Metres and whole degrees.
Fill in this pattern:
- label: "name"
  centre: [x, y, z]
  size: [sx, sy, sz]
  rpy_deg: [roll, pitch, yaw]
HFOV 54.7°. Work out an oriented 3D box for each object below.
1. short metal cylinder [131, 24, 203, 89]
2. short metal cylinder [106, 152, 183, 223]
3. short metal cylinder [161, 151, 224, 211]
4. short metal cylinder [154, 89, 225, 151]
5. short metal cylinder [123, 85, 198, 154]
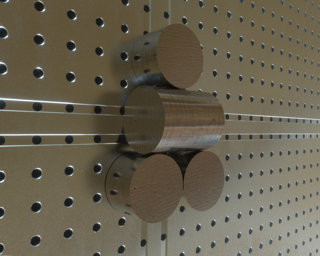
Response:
- label: "short metal cylinder"
  centre: [0.010, -0.089, 0.403]
  size: [0.081, 0.050, 0.079]
  rpy_deg: [0, 90, -40]
- label: "short metal cylinder"
  centre: [-0.018, 0.070, 0.378]
  size: [0.081, 0.050, 0.079]
  rpy_deg: [0, 90, -40]
- label: "short metal cylinder"
  centre: [0.044, 0.070, 0.430]
  size: [0.081, 0.050, 0.079]
  rpy_deg: [0, 90, -40]
- label: "short metal cylinder"
  centre: [0.037, -0.010, 0.407]
  size: [0.050, 0.080, 0.079]
  rpy_deg: [1, 90, -40]
- label: "short metal cylinder"
  centre: [-0.001, -0.010, 0.375]
  size: [0.050, 0.080, 0.079]
  rpy_deg: [1, 90, -40]
